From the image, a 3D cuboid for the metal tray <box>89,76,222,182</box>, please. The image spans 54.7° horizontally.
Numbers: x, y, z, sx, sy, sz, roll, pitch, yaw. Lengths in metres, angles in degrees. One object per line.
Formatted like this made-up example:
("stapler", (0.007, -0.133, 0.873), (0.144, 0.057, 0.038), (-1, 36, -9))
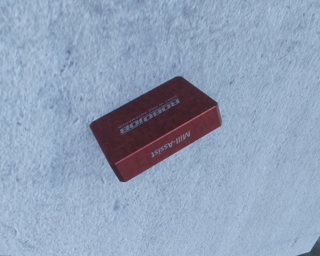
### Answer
("metal tray", (-0.007, -0.004, 0.359), (0.131, 0.090, 0.030), (-30, 129, -10))
